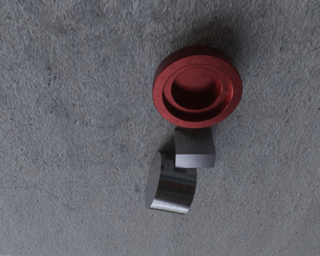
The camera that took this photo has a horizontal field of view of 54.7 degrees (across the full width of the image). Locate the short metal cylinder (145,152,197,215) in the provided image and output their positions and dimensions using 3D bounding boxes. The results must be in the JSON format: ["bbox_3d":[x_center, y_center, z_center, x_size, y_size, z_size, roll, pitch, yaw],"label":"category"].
[{"bbox_3d":[0.014,0.078,0.438,0.050,0.080,0.079,13,129,-11],"label":"short metal cylinder"}]

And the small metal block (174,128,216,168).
[{"bbox_3d":[0.045,0.026,0.414,0.050,0.050,0.025,0,130,0],"label":"small metal block"}]

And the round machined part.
[{"bbox_3d":[0.041,-0.050,0.354,0.099,0.042,0.097,0,130,0],"label":"round machined part"}]
